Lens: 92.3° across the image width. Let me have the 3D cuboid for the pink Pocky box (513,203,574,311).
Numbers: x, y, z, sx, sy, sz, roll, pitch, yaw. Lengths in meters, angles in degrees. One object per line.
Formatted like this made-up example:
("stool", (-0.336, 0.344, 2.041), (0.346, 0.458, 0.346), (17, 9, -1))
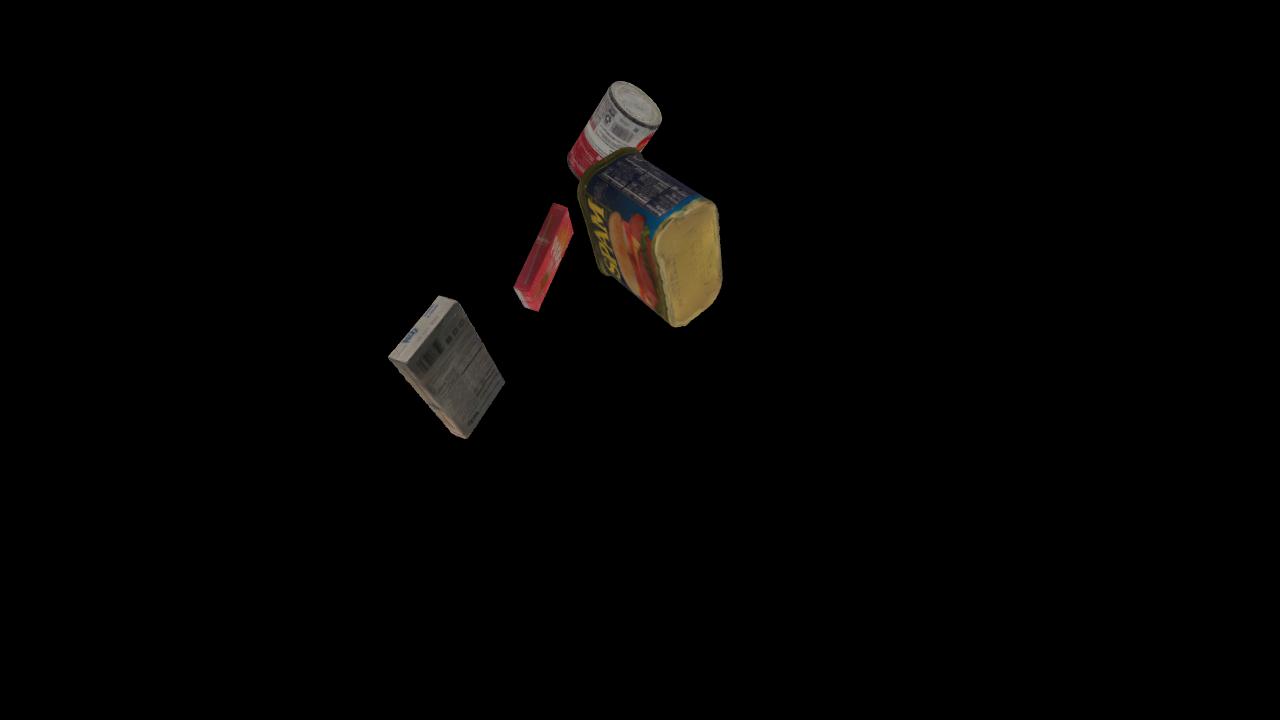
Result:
("pink Pocky box", (-0.149, -0.161, 0.972), (0.029, 0.155, 0.084), (20, -15, 6))

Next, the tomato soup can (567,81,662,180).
("tomato soup can", (-0.029, -0.247, 0.682), (0.068, 0.068, 0.101), (0, -31, -37))

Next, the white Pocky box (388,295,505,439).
("white Pocky box", (-0.196, 0.012, 0.648), (0.028, 0.084, 0.154), (19, -29, 21))

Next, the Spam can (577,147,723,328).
("Spam can", (0.010, -0.084, 0.431), (0.058, 0.101, 0.085), (-37, 55, -16))
